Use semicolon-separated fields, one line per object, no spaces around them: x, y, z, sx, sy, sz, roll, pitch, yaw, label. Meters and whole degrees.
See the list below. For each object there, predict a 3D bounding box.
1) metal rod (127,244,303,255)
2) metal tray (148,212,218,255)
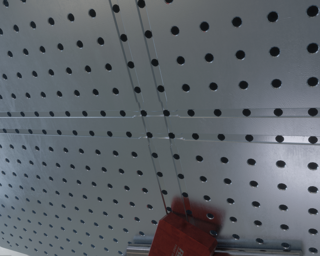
0.069;0.205;0.501;0.300;0.025;0.025;-12;113;33;metal rod
0.028;0.212;0.494;0.090;0.030;0.129;26;113;24;metal tray
